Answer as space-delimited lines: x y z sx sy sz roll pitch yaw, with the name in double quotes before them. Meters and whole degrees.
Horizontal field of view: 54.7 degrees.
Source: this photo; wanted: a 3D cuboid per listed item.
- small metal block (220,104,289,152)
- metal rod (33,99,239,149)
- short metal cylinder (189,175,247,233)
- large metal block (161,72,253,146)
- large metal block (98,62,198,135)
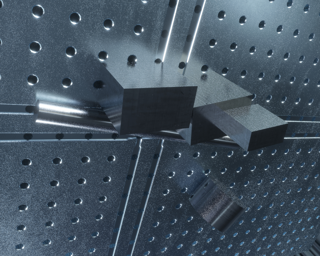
"small metal block" 0.105 -0.002 0.349 0.050 0.050 0.025 -11 123 -23
"metal rod" -0.006 0.002 0.410 0.302 0.025 0.025 9 114 -33
"short metal cylinder" 0.093 0.122 0.505 0.050 0.080 0.080 -50 129 7
"large metal block" 0.055 -0.028 0.390 0.081 0.080 0.050 -13 124 -22
"large metal block" -0.017 -0.037 0.344 0.081 0.080 0.050 -6 121 -26
